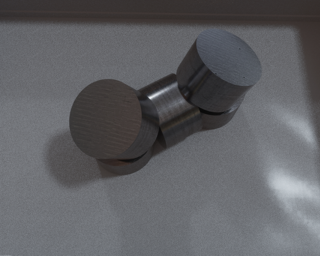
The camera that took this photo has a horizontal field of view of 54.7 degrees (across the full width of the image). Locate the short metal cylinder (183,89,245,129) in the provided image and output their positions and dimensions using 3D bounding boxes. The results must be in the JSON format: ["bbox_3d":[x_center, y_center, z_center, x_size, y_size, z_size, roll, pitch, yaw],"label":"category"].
[{"bbox_3d":[0.068,-0.044,0.412,0.081,0.050,0.080,0,70,0],"label":"short metal cylinder"}]

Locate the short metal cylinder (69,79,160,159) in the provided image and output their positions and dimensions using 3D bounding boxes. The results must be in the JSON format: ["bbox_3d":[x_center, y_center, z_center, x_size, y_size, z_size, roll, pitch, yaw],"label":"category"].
[{"bbox_3d":[-0.047,-0.007,0.328,0.080,0.050,0.080,-2,83,19],"label":"short metal cylinder"}]

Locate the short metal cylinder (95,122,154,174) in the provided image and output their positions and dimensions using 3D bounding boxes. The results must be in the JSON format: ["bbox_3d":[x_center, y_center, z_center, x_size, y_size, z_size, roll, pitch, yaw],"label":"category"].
[{"bbox_3d":[-0.048,0.014,0.389,0.081,0.050,0.080,0,70,0],"label":"short metal cylinder"}]

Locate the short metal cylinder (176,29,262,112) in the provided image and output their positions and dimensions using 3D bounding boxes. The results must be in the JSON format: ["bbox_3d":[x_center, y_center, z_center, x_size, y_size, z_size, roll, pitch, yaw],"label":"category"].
[{"bbox_3d":[0.066,-0.065,0.350,0.081,0.050,0.080,12,55,-18],"label":"short metal cylinder"}]

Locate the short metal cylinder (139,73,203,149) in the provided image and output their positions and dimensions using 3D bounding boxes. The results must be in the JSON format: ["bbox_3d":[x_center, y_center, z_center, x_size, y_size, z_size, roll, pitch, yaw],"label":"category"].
[{"bbox_3d":[0.010,-0.021,0.386,0.050,0.080,0.080,-28,73,-10],"label":"short metal cylinder"}]
